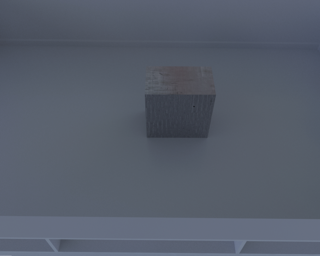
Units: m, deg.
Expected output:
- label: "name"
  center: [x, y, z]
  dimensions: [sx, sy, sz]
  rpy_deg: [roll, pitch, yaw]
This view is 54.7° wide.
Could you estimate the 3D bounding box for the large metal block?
- label: "large metal block"
  center: [0.023, -0.032, 0.396]
  dimensions: [0.081, 0.080, 0.050]
  rpy_deg: [0, 50, 0]
